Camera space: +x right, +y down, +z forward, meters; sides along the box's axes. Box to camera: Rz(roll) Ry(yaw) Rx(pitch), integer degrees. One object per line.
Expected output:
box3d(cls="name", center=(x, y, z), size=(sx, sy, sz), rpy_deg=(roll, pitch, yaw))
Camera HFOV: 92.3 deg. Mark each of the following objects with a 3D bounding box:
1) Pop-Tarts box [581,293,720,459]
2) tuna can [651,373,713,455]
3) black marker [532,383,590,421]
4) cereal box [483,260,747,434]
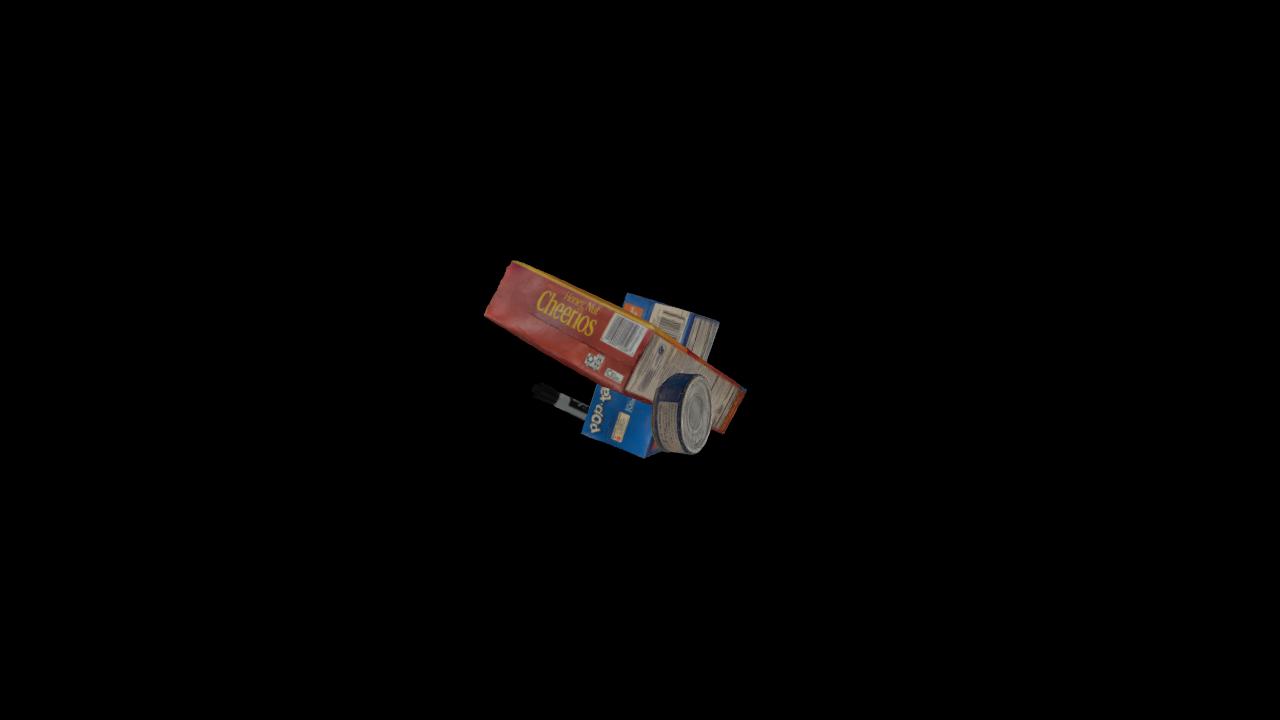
box3d(cls="Pop-Tarts box", center=(0.017, 0.017, 0.723), size=(0.083, 0.167, 0.141), rpy_deg=(21, 6, 19))
box3d(cls="tuna can", center=(0.045, 0.055, 0.633), size=(0.034, 0.084, 0.084), rpy_deg=(3, 1, 29))
box3d(cls="black marker", center=(-0.067, 0.056, 0.688), size=(0.121, 0.020, 0.020), rpy_deg=(29, -14, -26))
box3d(cls="cereal box", center=(-0.012, -0.004, 0.742), size=(0.203, 0.081, 0.306), rpy_deg=(27, 0, 30))
